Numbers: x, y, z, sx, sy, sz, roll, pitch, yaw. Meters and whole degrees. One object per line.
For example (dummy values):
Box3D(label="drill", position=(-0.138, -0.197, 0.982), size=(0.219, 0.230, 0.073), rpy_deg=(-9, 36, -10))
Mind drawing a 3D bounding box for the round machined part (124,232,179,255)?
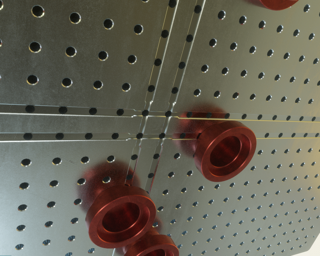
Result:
Box3D(label="round machined part", position=(-0.020, 0.216, 0.525), size=(0.099, 0.042, 0.097), rpy_deg=(-14, 125, -21))

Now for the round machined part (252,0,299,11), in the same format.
Box3D(label="round machined part", position=(0.153, -0.190, 0.368), size=(0.099, 0.042, 0.097), rpy_deg=(-14, 125, -21))

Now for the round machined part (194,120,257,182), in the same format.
Box3D(label="round machined part", position=(0.095, 0.031, 0.474), size=(0.099, 0.042, 0.097), rpy_deg=(-14, 125, -21))

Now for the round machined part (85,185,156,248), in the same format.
Box3D(label="round machined part", position=(-0.058, 0.122, 0.445), size=(0.099, 0.042, 0.097), rpy_deg=(-14, 125, -21))
